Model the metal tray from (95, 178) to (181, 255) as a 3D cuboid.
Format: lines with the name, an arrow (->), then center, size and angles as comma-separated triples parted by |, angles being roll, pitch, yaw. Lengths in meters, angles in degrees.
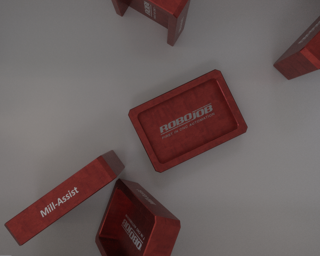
metal tray -> -0.032, 0.121, 0.358 | 0.030, 0.130, 0.090 | 20, 90, -26

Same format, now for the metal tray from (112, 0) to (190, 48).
metal tray -> -0.014, -0.146, 0.373 | 0.090, 0.130, 0.030 | 30, 90, 0

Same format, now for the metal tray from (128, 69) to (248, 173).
metal tray -> 0.036, -0.009, 0.408 | 0.131, 0.030, 0.090 | -26, 90, 0

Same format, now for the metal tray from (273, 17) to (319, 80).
metal tray -> 0.209, -0.121, 0.380 | 0.030, 0.090, 0.130 | 44, 90, 0

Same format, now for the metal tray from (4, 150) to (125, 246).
metal tray -> -0.108, 0.079, 0.377 | 0.130, 0.090, 0.030 | -36, 90, 0
